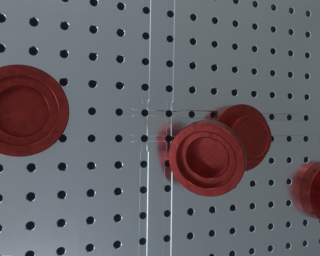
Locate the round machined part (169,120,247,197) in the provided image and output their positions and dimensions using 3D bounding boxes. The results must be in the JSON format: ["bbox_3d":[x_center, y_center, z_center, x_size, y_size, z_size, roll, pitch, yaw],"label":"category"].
[{"bbox_3d":[0.065,0.037,0.409,0.098,0.042,0.097,5,104,20],"label":"round machined part"}]

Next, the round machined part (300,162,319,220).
[{"bbox_3d":[0.283,0.107,0.507,0.099,0.042,0.097,0,90,-20],"label":"round machined part"}]

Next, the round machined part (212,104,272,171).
[{"bbox_3d":[0.120,0.014,0.447,0.099,0.042,0.097,0,90,-20],"label":"round machined part"}]

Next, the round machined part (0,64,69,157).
[{"bbox_3d":[-0.154,-0.019,0.347,0.099,0.042,0.097,0,90,-20],"label":"round machined part"}]
